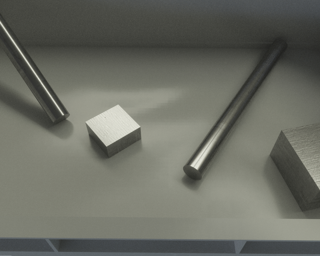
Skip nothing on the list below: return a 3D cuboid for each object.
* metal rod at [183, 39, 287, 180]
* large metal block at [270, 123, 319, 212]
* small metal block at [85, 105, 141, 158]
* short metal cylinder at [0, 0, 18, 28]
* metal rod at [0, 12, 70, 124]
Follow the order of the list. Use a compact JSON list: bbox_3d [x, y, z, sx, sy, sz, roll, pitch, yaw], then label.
[{"bbox_3d":[0.120,-0.043,0.443,0.025,0.025,0.301,27,55,20],"label":"metal rod"},{"bbox_3d":[0.189,0.041,0.357,0.081,0.050,0.080,-10,51,-9],"label":"large metal block"},{"bbox_3d":[-0.060,0.003,0.402,0.050,0.025,0.050,-31,57,-24],"label":"small metal block"},{"bbox_3d":[-0.301,-0.215,0.549,0.050,0.080,0.080,11,51,9],"label":"short metal cylinder"},{"bbox_3d":[-0.219,-0.134,0.428,0.025,0.025,0.299,-33,85,-25],"label":"metal rod"}]
